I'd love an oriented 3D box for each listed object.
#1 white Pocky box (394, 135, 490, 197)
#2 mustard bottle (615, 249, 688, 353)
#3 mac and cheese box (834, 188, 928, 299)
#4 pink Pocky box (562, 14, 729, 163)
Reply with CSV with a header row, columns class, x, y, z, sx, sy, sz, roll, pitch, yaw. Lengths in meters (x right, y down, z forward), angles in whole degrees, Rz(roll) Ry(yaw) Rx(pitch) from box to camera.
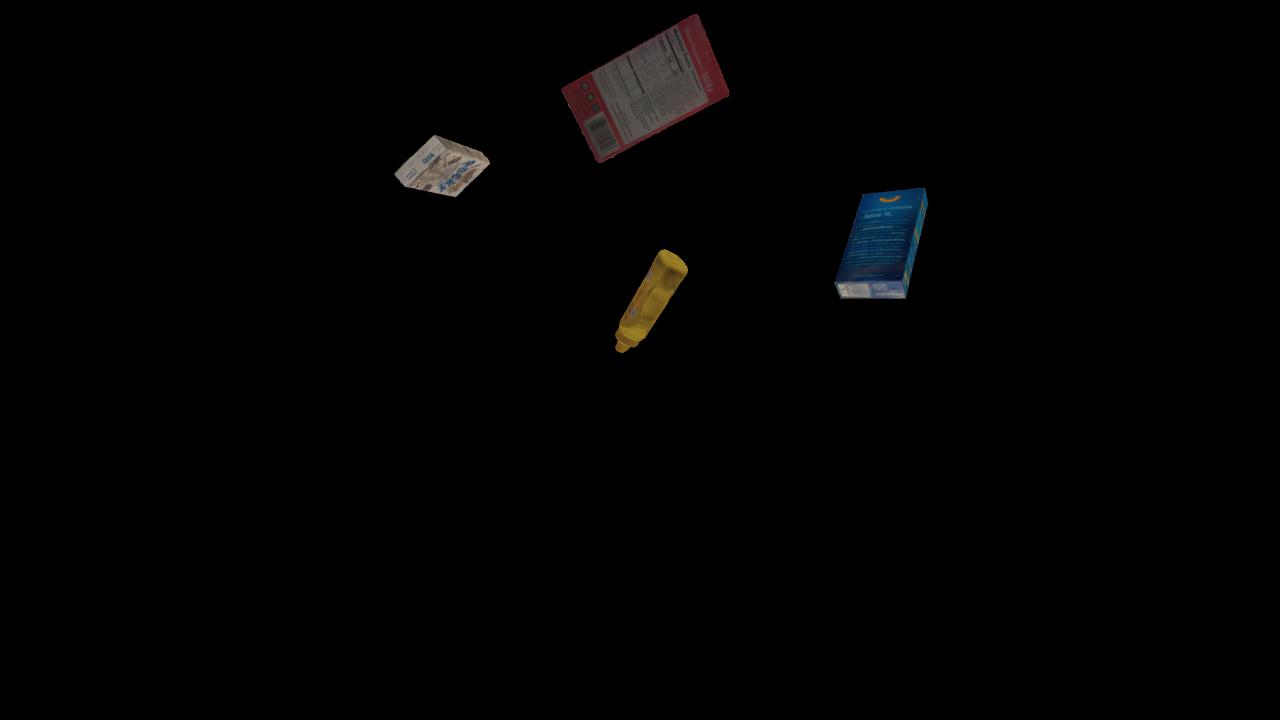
class,x,y,z,sx,sy,sz,roll,pitch,yaw
white Pocky box,-0.286,-0.281,0.902,0.084,0.028,0.154,-38,2,13
mustard bottle,0.009,-0.087,1.009,0.054,0.184,0.092,23,24,-21
mac and cheese box,0.349,-0.168,0.884,0.093,0.184,0.041,3,-35,37
pink Pocky box,0.006,-0.278,0.638,0.155,0.084,0.029,-24,19,12
